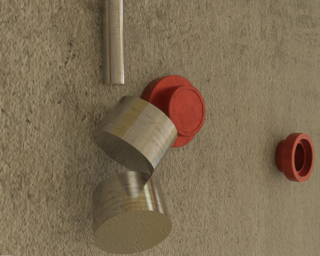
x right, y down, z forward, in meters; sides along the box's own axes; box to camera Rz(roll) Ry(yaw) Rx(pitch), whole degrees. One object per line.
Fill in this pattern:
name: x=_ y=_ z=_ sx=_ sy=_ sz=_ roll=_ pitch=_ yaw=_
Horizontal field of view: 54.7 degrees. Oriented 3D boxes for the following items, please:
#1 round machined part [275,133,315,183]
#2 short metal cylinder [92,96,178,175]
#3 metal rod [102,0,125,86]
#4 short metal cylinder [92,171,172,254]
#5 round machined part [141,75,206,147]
round machined part: x=0.268 y=0.058 z=0.623 sx=0.099 sy=0.042 sz=0.097 roll=0 pitch=90 yaw=-40
short metal cylinder: x=-0.028 y=0.010 z=0.348 sx=0.080 sy=0.080 sz=0.050 roll=49 pitch=61 yaw=-29
metal rod: x=-0.056 y=-0.200 z=0.358 sx=0.025 sy=0.025 sz=0.298 roll=-2 pitch=91 yaw=-40
short metal cylinder: x=-0.032 y=0.093 z=0.336 sx=0.081 sy=0.050 sz=0.079 roll=-8 pitch=131 yaw=-9
round machined part: x=0.023 y=-0.022 z=0.415 sx=0.099 sy=0.042 sz=0.097 roll=0 pitch=90 yaw=-40
